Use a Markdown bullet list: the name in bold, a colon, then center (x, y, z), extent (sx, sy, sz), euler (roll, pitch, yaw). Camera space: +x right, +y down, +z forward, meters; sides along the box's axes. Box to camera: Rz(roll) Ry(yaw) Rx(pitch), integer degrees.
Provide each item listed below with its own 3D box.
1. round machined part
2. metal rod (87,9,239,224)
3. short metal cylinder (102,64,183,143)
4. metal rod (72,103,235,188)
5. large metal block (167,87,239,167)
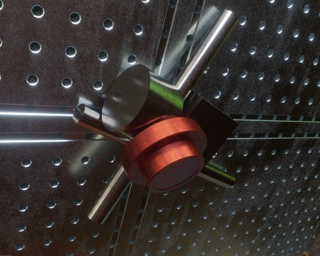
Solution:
- **round machined part**: center (0.010, 0.036, 0.345), extent (0.099, 0.042, 0.098), euler (-21, 148, -14)
- **metal rod**: center (0.002, -0.012, 0.381), extent (0.025, 0.025, 0.299), euler (32, 93, -39)
- **short metal cylinder**: center (-0.021, -0.024, 0.350), extent (0.050, 0.080, 0.080), euler (28, 103, -38)
- **metal rod**: center (0.014, 0.038, 0.443), extent (0.301, 0.025, 0.025), euler (27, 103, -38)
- **large metal block**: center (0.044, -0.001, 0.416), extent (0.080, 0.050, 0.080), euler (29, 102, -38)
